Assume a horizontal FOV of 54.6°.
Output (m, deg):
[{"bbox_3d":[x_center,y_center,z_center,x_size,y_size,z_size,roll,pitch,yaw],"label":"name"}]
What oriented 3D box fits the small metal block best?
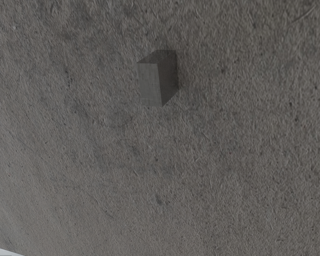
[{"bbox_3d":[-0.001,-0.058,0.356,0.025,0.050,0.050,8,122,24],"label":"small metal block"}]
